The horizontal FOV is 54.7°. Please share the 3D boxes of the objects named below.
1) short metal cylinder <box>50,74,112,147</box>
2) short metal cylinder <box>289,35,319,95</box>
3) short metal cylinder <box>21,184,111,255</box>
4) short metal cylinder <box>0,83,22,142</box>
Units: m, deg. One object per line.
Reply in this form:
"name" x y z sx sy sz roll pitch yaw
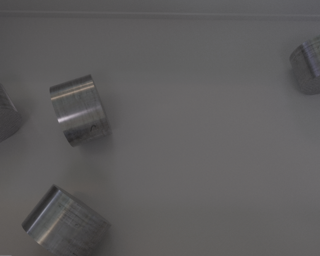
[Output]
"short metal cylinder" -0.097 -0.022 0.388 0.050 0.080 0.080 -20 71 -7
"short metal cylinder" 0.222 -0.085 0.413 0.081 0.080 0.050 -10 71 -4
"short metal cylinder" -0.101 0.105 0.341 0.080 0.080 0.050 32 73 11
"short metal cylinder" -0.223 -0.016 0.385 0.080 0.080 0.050 -33 74 -11
